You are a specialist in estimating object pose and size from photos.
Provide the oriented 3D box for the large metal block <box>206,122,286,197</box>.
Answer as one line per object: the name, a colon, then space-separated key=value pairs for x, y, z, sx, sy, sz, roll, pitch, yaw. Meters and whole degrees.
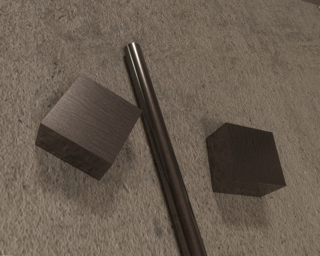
large metal block: x=0.115 y=0.045 z=0.424 sx=0.081 sy=0.050 sz=0.080 roll=11 pitch=57 yaw=-23

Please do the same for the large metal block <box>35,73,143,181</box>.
large metal block: x=-0.078 y=-0.001 z=0.347 sx=0.080 sy=0.050 sz=0.080 roll=32 pitch=51 yaw=-8

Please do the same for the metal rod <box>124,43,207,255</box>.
metal rod: x=0.000 y=0.015 z=0.395 sx=0.025 sy=0.025 sz=0.299 roll=-3 pitch=63 yaw=-30
